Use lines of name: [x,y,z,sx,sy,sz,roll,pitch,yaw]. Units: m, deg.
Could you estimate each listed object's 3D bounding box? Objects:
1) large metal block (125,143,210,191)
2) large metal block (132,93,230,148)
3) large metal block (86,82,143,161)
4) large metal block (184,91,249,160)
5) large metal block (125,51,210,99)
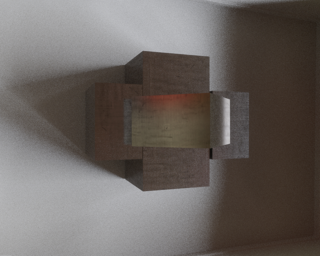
large metal block: [0.006,0.043,0.382,0.081,0.080,0.050,0,90,-20]
large metal block: [0.025,-0.007,0.329,0.080,0.080,0.050,-1,91,-65]
large metal block: [-0.056,-0.007,0.360,0.050,0.080,0.080,0,90,-20]
large metal block: [0.070,-0.004,0.404,0.050,0.080,0.080,0,90,-21]
large metal block: [0.006,-0.058,0.382,0.081,0.080,0.050,0,90,-20]
